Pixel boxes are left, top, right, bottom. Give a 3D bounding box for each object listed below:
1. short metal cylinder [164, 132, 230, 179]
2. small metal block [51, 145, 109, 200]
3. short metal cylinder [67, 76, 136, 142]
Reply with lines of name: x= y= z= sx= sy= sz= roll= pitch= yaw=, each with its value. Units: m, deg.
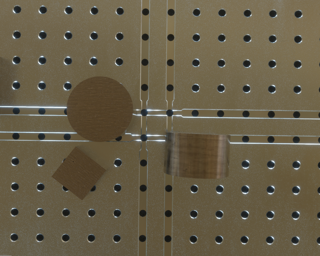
short metal cylinder: x=0.046 y=0.032 z=0.386 sx=0.081 sy=0.080 sz=0.050 roll=3 pitch=90 yaw=0
small metal block: x=-0.105 y=0.059 z=0.412 sx=0.050 sy=0.025 sz=0.050 roll=38 pitch=90 yaw=0
short metal cylinder: x=-0.073 y=-0.023 z=0.400 sx=0.081 sy=0.050 sz=0.079 roll=0 pitch=90 yaw=0
